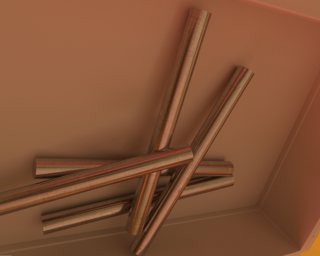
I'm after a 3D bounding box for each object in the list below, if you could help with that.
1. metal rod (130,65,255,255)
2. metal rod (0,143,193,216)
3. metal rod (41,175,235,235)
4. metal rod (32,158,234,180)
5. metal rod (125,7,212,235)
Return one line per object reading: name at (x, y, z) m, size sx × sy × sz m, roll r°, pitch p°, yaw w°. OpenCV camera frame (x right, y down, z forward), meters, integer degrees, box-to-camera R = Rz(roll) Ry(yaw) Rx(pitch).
metal rod at (0.043, 0.049, 0.436) m, size 0.025 × 0.025 × 0.299 m, roll 27°, pitch 95°, yaw -38°
metal rod at (-0.104, 0.066, 0.359) m, size 0.302 × 0.025 × 0.025 m, roll -14°, pitch 125°, yaw -15°
metal rod at (-0.017, 0.107, 0.465) m, size 0.303 × 0.025 × 0.025 m, roll -8°, pitch 122°, yaw -25°
metal rod at (-0.016, 0.057, 0.435) m, size 0.302 × 0.025 × 0.025 m, roll 4°, pitch 116°, yaw -31°
metal rod at (0.005, 0.004, 0.391) m, size 0.025 × 0.025 × 0.298 m, roll 7°, pitch 109°, yaw -32°
